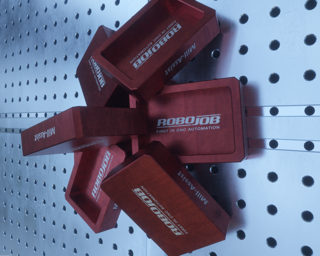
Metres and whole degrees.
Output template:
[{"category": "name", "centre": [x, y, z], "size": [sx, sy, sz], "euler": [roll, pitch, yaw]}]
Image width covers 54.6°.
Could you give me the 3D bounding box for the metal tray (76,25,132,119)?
[{"category": "metal tray", "centre": [-0.079, -0.078, 0.451], "size": [0.090, 0.030, 0.130], "euler": [-53, 44, 27]}]

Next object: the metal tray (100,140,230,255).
[{"category": "metal tray", "centre": [0.005, 0.086, 0.359], "size": [0.090, 0.030, 0.130], "euler": [-36, 101, 35]}]

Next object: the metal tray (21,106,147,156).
[{"category": "metal tray", "centre": [-0.090, 0.006, 0.358], "size": [0.130, 0.091, 0.030], "euler": [-16, 80, 43]}]

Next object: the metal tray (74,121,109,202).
[{"category": "metal tray", "centre": [-0.096, 0.052, 0.487], "size": [0.090, 0.030, 0.129], "euler": [-5, 86, 39]}]

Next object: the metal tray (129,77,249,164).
[{"category": "metal tray", "centre": [0.031, -0.005, 0.358], "size": [0.130, 0.030, 0.090], "euler": [-4, 87, 22]}]

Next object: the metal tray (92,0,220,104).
[{"category": "metal tray", "centre": [-0.006, -0.101, 0.368], "size": [0.130, 0.030, 0.090], "euler": [-45, 57, -7]}]

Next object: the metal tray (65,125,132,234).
[{"category": "metal tray", "centre": [-0.084, 0.068, 0.437], "size": [0.090, 0.030, 0.129], "euler": [33, 111, 35]}]

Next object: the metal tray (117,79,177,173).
[{"category": "metal tray", "centre": [-0.023, 0.000, 0.426], "size": [0.090, 0.030, 0.129], "euler": [-6, 84, 38]}]
